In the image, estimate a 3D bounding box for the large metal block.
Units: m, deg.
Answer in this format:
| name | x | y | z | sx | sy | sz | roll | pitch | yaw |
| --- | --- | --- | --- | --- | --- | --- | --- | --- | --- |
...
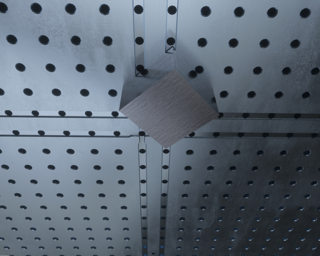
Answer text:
| name | x | y | z | sx | sy | sz | roll | pitch | yaw |
| --- | --- | --- | --- | --- | --- | --- | --- | --- | --- |
| large metal block | 0.011 | -0.033 | 0.368 | 0.080 | 0.050 | 0.080 | -34 | 123 | 25 |
